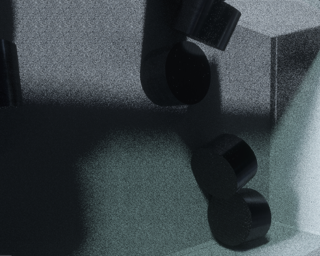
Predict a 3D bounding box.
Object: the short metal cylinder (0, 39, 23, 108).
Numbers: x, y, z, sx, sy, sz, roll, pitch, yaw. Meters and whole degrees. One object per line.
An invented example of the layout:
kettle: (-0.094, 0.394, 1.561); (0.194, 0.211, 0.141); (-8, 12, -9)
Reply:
short metal cylinder: (-0.154, -0.039, 0.242); (0.081, 0.080, 0.050); (-8, 95, -40)

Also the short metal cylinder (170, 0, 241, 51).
short metal cylinder: (0.060, -0.141, 0.411); (0.081, 0.080, 0.050); (11, 109, -40)

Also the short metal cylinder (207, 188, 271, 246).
short metal cylinder: (0.119, 0.133, 0.471); (0.050, 0.080, 0.080); (6, 86, -40)

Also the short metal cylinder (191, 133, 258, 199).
short metal cylinder: (0.092, 0.054, 0.447); (0.050, 0.080, 0.080); (-29, 109, -36)

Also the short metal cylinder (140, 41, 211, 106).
short metal cylinder: (0.021, -0.069, 0.408); (0.081, 0.050, 0.080); (0, 90, -40)
